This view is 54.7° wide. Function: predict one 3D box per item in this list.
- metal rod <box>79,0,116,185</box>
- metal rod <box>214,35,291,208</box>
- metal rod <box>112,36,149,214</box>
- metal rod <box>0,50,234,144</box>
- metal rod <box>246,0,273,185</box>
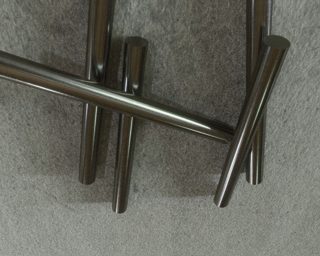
[{"bbox_3d":[-0.080,-0.035,0.376,0.025,0.025,0.298,9,130,-8],"label":"metal rod"},{"bbox_3d":[0.106,0.019,0.402,0.025,0.025,0.298,1,137,-2],"label":"metal rod"},{"bbox_3d":[-0.046,0.021,0.423,0.025,0.025,0.298,6,130,-6],"label":"metal rod"},{"bbox_3d":[-0.037,-0.027,0.347,0.302,0.025,0.025,16,129,-28],"label":"metal rod"},{"bbox_3d":[0.118,-0.034,0.379,0.025,0.025,0.298,-8,130,6],"label":"metal rod"}]
